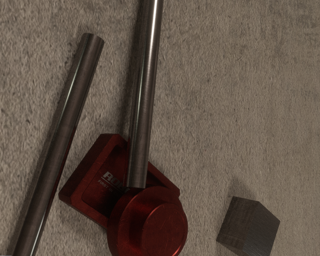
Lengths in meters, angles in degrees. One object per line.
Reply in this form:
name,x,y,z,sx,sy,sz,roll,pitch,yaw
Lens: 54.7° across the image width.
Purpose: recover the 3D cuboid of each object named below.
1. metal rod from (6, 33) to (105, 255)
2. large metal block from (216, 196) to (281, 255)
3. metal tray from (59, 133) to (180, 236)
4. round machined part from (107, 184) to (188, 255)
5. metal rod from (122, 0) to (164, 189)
metal rod,-0.111,0.043,0.312,0.025,0.025,0.299,25,75,-38
large metal block,0.149,0.172,0.517,0.080,0.050,0.080,42,65,-33
metal tray,-0.041,0.078,0.369,0.130,0.030,0.090,46,62,-30
round machined part,-0.007,0.115,0.351,0.099,0.042,0.097,0,90,-40
metal rod,-0.015,-0.080,0.370,0.025,0.025,0.299,16,72,-39
